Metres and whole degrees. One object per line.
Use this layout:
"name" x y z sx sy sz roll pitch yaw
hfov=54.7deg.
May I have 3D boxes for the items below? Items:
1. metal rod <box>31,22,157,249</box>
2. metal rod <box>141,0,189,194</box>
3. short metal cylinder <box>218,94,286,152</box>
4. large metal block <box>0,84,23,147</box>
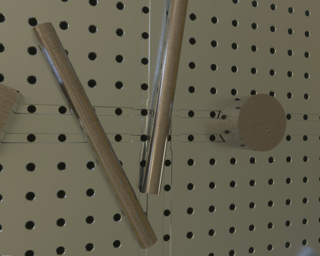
"metal rod" -0.077 0.016 0.384 0.025 0.025 0.299 -28 99 -18
"metal rod" 0.010 -0.063 0.415 0.025 0.025 0.298 9 87 -20
"short metal cylinder" 0.133 -0.007 0.448 0.081 0.050 0.079 0 90 -20
"large metal block" -0.203 -0.016 0.325 0.080 0.050 0.080 23 83 -19
